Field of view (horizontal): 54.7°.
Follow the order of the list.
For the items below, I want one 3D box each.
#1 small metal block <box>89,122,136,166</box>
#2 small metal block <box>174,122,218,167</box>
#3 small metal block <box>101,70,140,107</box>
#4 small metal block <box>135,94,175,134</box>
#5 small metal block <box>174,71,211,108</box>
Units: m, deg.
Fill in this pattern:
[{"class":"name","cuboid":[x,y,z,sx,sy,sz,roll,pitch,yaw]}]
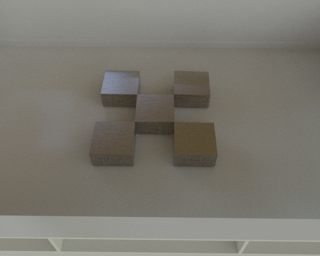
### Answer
[{"class":"small metal block","cuboid":[-0.057,0.019,0.386,0.050,0.025,0.050,1,50,0]},{"class":"small metal block","cuboid":[0.043,0.020,0.385,0.050,0.025,0.050,1,50,1]},{"class":"small metal block","cuboid":[-0.056,-0.058,0.450,0.050,0.025,0.050,1,50,1]},{"class":"small metal block","cuboid":[-0.006,-0.019,0.418,0.050,0.025,0.050,0,50,0]},{"class":"small metal block","cuboid":[0.045,-0.057,0.450,0.050,0.025,0.050,2,50,1]}]
